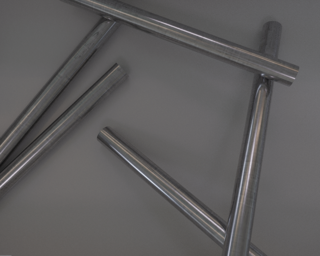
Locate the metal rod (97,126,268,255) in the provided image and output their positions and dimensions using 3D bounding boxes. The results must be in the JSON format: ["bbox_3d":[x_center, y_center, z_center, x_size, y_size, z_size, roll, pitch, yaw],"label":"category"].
[{"bbox_3d":[0.036,0.091,0.354,0.300,0.025,0.025,37,90,23],"label":"metal rod"}]

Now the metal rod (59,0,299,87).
[{"bbox_3d":[0.015,-0.116,0.374,0.301,0.025,0.025,22,90,7],"label":"metal rod"}]

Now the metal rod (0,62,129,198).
[{"bbox_3d":[-0.158,0.026,0.410,0.300,0.025,0.025,-44,90,0],"label":"metal rod"}]

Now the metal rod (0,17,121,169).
[{"bbox_3d":[-0.147,-0.043,0.410,0.025,0.025,0.300,40,90,0],"label":"metal rod"}]

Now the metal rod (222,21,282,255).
[{"bbox_3d":[0.111,-0.001,0.357,0.025,0.025,0.300,17,68,0],"label":"metal rod"}]
